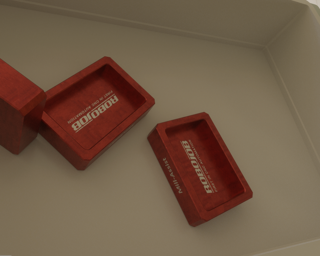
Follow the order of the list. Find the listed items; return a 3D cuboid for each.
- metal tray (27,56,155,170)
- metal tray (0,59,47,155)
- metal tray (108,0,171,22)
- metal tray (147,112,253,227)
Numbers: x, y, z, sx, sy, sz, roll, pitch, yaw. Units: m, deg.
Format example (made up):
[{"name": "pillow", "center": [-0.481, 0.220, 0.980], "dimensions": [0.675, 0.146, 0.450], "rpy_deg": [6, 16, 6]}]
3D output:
[{"name": "metal tray", "center": [-0.078, -0.023, 0.374], "dimensions": [0.090, 0.030, 0.131], "rpy_deg": [44, 51, 2]}, {"name": "metal tray", "center": [-0.175, -0.039, 0.293], "dimensions": [0.130, 0.090, 0.030], "rpy_deg": [37, 51, -4]}, {"name": "metal tray", "center": [-0.018, -0.230, 0.471], "dimensions": [0.091, 0.129, 0.030], "rpy_deg": [8, 59, -24]}, {"name": "metal tray", "center": [0.051, 0.048, 0.400], "dimensions": [0.091, 0.030, 0.130], "rpy_deg": [-15, 70, -34]}]
